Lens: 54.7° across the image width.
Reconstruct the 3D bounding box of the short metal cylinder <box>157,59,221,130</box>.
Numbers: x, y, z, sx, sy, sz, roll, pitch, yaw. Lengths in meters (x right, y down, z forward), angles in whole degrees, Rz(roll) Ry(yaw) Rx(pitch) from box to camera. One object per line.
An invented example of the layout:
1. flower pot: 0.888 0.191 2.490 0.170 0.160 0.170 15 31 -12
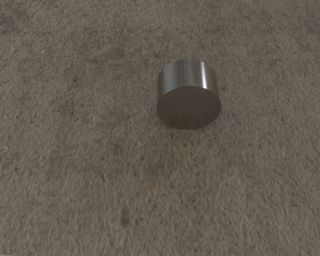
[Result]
1. short metal cylinder: 0.036 -0.042 0.403 0.081 0.080 0.050 0 50 0
